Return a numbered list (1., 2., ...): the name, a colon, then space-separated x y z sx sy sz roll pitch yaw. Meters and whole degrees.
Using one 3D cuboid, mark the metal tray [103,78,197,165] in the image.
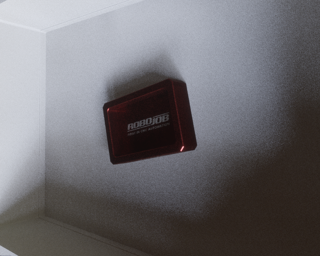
1. metal tray: -0.019 -0.004 0.416 0.130 0.030 0.090 -15 80 38
